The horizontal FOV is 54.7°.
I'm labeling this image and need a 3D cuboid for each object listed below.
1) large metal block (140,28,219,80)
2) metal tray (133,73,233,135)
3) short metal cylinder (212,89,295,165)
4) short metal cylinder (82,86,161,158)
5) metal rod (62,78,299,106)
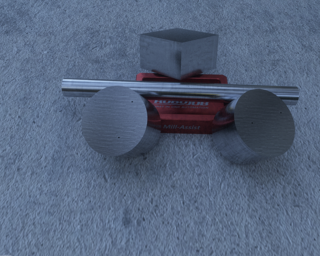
[{"bbox_3d":[0.028,-0.112,0.455,0.080,0.050,0.081,24,36,39],"label":"large metal block"},{"bbox_3d":[0.030,-0.036,0.432,0.131,0.030,0.090,2,50,1],"label":"metal tray"},{"bbox_3d":[0.110,0.000,0.368,0.081,0.050,0.080,6,72,-18],"label":"short metal cylinder"},{"bbox_3d":[-0.044,-0.005,0.369,0.080,0.050,0.080,-3,81,17],"label":"short metal cylinder"},{"bbox_3d":[0.025,-0.048,0.406,0.302,0.025,0.025,2,50,2],"label":"metal rod"}]
